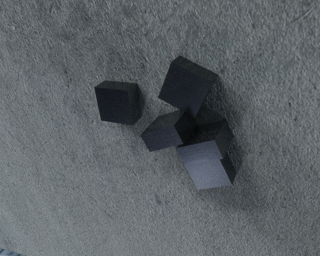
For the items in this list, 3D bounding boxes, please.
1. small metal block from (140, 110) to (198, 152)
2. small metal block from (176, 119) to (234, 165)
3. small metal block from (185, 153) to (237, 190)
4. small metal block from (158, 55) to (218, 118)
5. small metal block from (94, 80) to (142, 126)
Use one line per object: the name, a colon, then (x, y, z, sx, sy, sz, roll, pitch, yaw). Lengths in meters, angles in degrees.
small metal block: (0.012, 0.002, 0.385, 0.050, 0.050, 0.025, -16, 110, 34)
small metal block: (0.055, 0.017, 0.372, 0.050, 0.050, 0.025, -15, 111, 34)
small metal block: (0.064, 0.050, 0.404, 0.050, 0.025, 0.050, -16, 110, 34)
small metal block: (0.032, -0.048, 0.360, 0.050, 0.025, 0.050, 29, 128, 9)
small metal block: (-0.056, -0.034, 0.415, 0.050, 0.025, 0.050, 8, 122, 23)
